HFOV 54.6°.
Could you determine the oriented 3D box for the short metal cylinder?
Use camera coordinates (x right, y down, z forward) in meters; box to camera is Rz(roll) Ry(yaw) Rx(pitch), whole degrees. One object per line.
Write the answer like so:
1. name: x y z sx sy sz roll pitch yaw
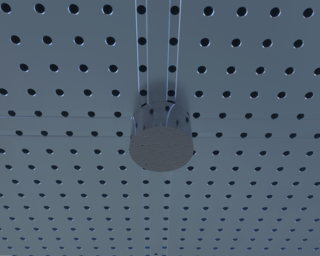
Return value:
1. short metal cylinder: 0.002 0.012 0.405 0.080 0.050 0.080 0 130 0
